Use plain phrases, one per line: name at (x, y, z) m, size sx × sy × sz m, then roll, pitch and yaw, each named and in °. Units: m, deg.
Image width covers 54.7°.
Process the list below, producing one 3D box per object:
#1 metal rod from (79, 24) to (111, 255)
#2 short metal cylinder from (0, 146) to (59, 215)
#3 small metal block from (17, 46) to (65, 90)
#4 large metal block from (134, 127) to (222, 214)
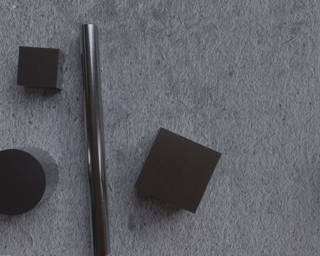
metal rod at (-0.086, 0.016, 0.408) m, size 0.025 × 0.025 × 0.298 m, roll -3°, pitch 90°, yaw -1°
short metal cylinder at (-0.177, 0.065, 0.395) m, size 0.081 × 0.050 × 0.079 m, roll 0°, pitch 90°, yaw -1°
small metal block at (-0.156, -0.078, 0.408) m, size 0.050 × 0.025 × 0.050 m, roll 4°, pitch 90°, yaw -1°
large metal block at (0.021, 0.051, 0.398) m, size 0.080 × 0.050 × 0.080 m, roll 24°, pitch 90°, yaw -1°
